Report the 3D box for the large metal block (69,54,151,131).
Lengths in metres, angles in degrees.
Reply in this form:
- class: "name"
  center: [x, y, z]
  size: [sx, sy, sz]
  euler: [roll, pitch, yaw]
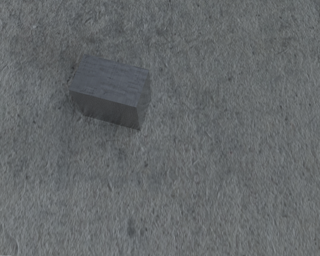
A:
- class: "large metal block"
  center: [-0.058, -0.042, 0.394]
  size: [0.080, 0.080, 0.050]
  euler: [15, 71, 5]
